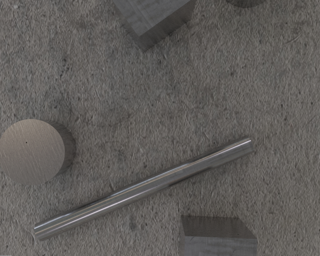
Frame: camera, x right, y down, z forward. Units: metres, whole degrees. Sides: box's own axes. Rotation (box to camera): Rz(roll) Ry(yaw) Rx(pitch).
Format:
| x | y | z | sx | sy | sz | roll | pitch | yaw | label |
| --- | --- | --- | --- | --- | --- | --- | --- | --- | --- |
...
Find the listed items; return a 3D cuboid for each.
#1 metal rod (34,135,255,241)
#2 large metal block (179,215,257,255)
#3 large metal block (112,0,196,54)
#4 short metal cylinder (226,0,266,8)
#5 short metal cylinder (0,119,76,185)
| x | y | z | sx | sy | sz | roll | pitch | yaw | label |
| --- | --- | --- | --- | --- | --- | --- | --- | --- | --- |
| -0.020 | 0.079 | 0.409 | 0.301 | 0.025 | 0.025 | -23 | 90 | 0 | metal rod |
| 0.067 | 0.146 | 0.383 | 0.081 | 0.080 | 0.050 | 3 | 90 | 0 | large metal block |
| -0.005 | -0.145 | 0.382 | 0.080 | 0.080 | 0.050 | -36 | 90 | 0 | large metal block |
| 0.117 | -0.204 | 0.398 | 0.081 | 0.050 | 0.080 | 0 | 90 | 0 | short metal cylinder |
| -0.154 | 0.029 | 0.396 | 0.081 | 0.050 | 0.080 | 0 | 90 | 0 | short metal cylinder |
